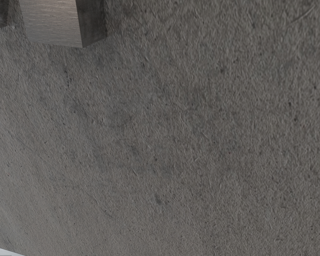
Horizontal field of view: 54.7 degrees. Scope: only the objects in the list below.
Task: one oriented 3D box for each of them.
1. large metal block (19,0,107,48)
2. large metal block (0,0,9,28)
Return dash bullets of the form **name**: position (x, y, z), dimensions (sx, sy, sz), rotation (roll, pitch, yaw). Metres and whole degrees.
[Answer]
- **large metal block**: position (-0.114, -0.144, 0.362), dimensions (0.080, 0.050, 0.079), rotation (12, 124, 21)
- **large metal block**: position (-0.251, -0.185, 0.408), dimensions (0.080, 0.050, 0.079), rotation (34, 129, 5)
